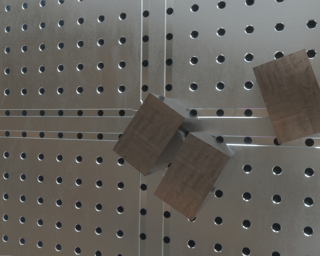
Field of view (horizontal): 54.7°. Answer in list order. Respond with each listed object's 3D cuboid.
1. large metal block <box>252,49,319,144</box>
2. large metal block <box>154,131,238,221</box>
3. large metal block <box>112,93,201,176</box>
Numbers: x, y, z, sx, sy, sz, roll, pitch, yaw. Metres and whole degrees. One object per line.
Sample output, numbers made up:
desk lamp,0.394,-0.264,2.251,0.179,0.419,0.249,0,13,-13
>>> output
large metal block,0.140,-0.030,0.334,0.050,0.080,0.080,-19,84,19
large metal block,0.046,0.051,0.367,0.050,0.080,0.080,32,100,17
large metal block,-0.001,0.007,0.383,0.050,0.080,0.080,37,102,16
